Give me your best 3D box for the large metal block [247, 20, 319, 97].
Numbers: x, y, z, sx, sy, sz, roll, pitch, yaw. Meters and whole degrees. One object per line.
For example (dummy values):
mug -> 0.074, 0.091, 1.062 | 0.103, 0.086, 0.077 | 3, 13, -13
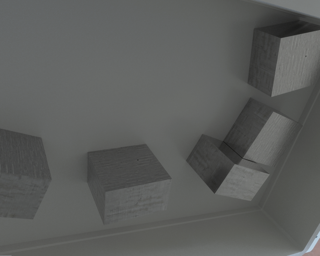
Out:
large metal block -> 0.173, -0.097, 0.427 | 0.081, 0.050, 0.079 | -16, 125, -19

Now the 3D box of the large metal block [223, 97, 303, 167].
large metal block -> 0.161, 0.008, 0.485 | 0.081, 0.050, 0.080 | 17, 109, -35

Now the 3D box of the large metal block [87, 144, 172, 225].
large metal block -> -0.042, 0.067, 0.391 | 0.081, 0.080, 0.050 | -7, 122, -25

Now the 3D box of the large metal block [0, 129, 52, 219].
large metal block -> -0.163, 0.041, 0.310 | 0.081, 0.080, 0.050 | 17, 109, -35

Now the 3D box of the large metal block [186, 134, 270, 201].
large metal block -> 0.100, 0.059, 0.464 | 0.081, 0.080, 0.050 | 18, 109, -35
